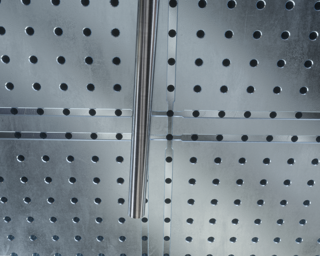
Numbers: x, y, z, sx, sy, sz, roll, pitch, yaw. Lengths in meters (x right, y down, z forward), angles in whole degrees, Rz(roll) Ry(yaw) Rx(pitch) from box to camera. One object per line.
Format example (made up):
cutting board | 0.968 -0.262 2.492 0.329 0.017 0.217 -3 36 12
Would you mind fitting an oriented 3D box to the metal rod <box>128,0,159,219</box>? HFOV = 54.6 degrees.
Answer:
metal rod | -0.024 -0.013 0.408 0.025 0.025 0.298 4 110 -2
